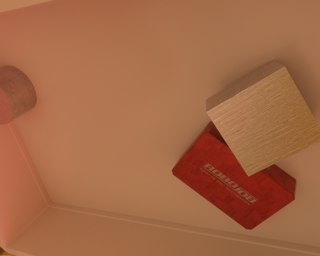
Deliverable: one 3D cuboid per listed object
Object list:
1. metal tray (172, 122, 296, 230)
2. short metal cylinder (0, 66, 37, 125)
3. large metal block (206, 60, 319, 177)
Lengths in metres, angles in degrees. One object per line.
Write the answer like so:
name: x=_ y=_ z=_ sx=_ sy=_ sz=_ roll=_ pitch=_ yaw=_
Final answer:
metal tray: x=0.091 y=0.063 z=0.396 sx=0.130 sy=0.030 sz=0.089 roll=36 pitch=129 yaw=3
short metal cylinder: x=-0.244 y=-0.052 z=0.486 sx=0.080 sy=0.050 sz=0.079 roll=13 pitch=124 yaw=20
large metal block: x=0.103 y=-0.011 z=0.315 sx=0.080 sy=0.050 sz=0.080 roll=-31 pitch=102 yaw=17
